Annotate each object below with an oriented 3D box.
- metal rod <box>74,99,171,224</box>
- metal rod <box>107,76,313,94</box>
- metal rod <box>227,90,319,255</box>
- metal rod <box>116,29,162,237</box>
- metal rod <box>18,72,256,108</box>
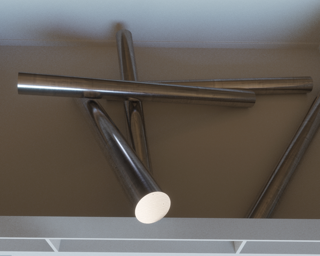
[{"bbox_3d":[-0.063,-0.004,0.330,0.025,0.025,0.300,-20,29,-16],"label":"metal rod"},{"bbox_3d":[0.071,-0.059,0.455,0.302,0.025,0.025,-2,50,-2],"label":"metal rod"},{"bbox_3d":[0.167,0.030,0.382,0.025,0.025,0.301,30,56,22],"label":"metal rod"},{"bbox_3d":[-0.033,-0.017,0.395,0.025,0.025,0.299,-7,57,-6],"label":"metal rod"},{"bbox_3d":[-0.012,-0.045,0.390,0.303,0.025,0.025,2,48,-21],"label":"metal rod"}]
